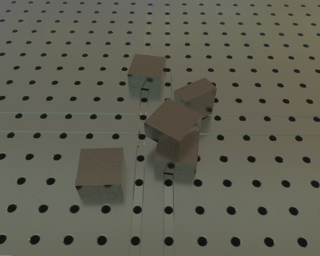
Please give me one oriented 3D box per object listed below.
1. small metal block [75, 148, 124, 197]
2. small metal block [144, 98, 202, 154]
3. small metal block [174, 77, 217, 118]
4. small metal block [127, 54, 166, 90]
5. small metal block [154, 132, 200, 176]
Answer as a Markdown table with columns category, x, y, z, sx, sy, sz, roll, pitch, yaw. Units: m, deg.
| category | x | y | z | sx | sy | sz | roll | pitch | yaw |
| --- | --- | --- | --- | --- | --- | --- | --- | --- | --- |
| small metal block | -0.068 | 0.051 | 0.364 | 0.050 | 0.025 | 0.050 | -1 | 50 | -2 |
| small metal block | 0.016 | -0.003 | 0.378 | 0.050 | 0.025 | 0.050 | 28 | 55 | 21 |
| small metal block | 0.046 | -0.034 | 0.421 | 0.050 | 0.050 | 0.025 | -25 | 55 | -20 |
| small metal block | -0.019 | -0.087 | 0.481 | 0.050 | 0.025 | 0.050 | 8 | 50 | 6 |
| small metal block | 0.021 | 0.029 | 0.384 | 0.050 | 0.025 | 0.050 | 7 | 50 | 5 |
